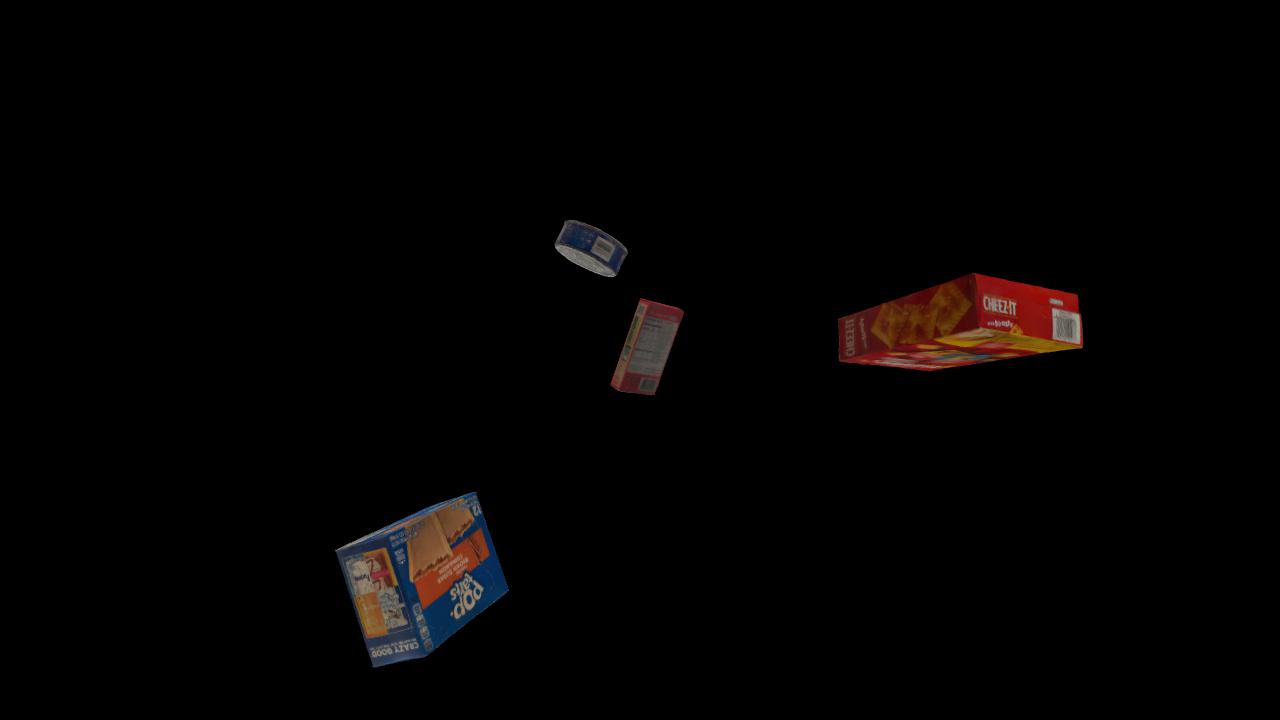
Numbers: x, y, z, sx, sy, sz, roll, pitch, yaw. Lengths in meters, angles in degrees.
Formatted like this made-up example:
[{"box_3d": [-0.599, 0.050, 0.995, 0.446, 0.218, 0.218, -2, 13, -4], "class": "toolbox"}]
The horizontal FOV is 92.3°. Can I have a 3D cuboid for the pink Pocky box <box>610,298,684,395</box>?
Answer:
[{"box_3d": [0.012, -0.020, 1.016, 0.084, 0.155, 0.029, 9, 15, -43], "class": "pink Pocky box"}]

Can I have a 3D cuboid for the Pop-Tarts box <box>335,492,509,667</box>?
[{"box_3d": [-0.257, 0.258, 0.750, 0.083, 0.141, 0.167, -20, -2, 21], "class": "Pop-Tarts box"}]

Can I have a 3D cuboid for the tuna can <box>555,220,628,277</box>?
[{"box_3d": [-0.059, -0.132, 0.735, 0.084, 0.034, 0.084, 24, -5, 2], "class": "tuna can"}]

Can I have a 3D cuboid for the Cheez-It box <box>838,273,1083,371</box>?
[{"box_3d": [0.385, -0.037, 0.766, 0.166, 0.071, 0.223, 6, -11, -20], "class": "Cheez-It box"}]
